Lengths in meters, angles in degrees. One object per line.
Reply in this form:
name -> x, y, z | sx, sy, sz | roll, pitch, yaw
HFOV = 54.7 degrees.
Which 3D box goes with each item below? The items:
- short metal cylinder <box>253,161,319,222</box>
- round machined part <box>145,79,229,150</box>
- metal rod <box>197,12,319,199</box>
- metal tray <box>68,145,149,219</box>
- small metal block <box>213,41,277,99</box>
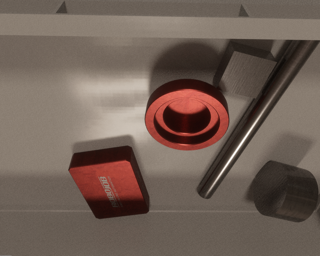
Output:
short metal cylinder -> 0.182, 0.094, 0.456 | 0.050, 0.080, 0.079 | 15, 128, -13
round machined part -> 0.033, -0.020, 0.377 | 0.099, 0.042, 0.097 | 3, 134, 3
metal rod -> 0.118, -0.004, 0.407 | 0.025, 0.025, 0.298 | 14, 129, -12
metal tray -> -0.074, 0.088, 0.480 | 0.090, 0.030, 0.129 | -9, 130, 7
small metal block -> 0.096, -0.066, 0.355 | 0.050, 0.025, 0.050 | 12, 129, -11
